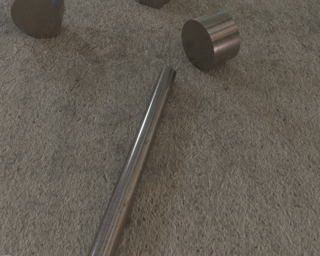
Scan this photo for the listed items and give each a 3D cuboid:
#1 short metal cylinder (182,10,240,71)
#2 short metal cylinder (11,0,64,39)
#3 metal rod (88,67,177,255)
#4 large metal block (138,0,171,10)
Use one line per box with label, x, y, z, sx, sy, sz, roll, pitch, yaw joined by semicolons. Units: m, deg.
short metal cylinder;0.078;-0.136;0.482;0.050;0.080;0.080;-27;55;-21
short metal cylinder;-0.210;-0.204;0.537;0.081;0.080;0.050;-4;50;-4
metal rod;-0.024;0.028;0.379;0.025;0.025;0.300;11;51;9
large metal block;-0.002;-0.297;0.617;0.050;0.080;0.080;25;55;20
